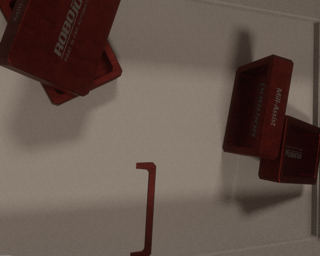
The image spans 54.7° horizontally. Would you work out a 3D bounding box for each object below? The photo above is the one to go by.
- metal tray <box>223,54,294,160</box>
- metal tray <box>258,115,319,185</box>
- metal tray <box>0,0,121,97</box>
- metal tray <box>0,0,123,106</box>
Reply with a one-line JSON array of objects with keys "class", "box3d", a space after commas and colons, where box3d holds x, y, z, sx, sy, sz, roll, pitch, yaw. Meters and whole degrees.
[{"class": "metal tray", "box3d": [0.131, -0.026, 0.424, 0.030, 0.090, 0.129, 12, 86, -16]}, {"class": "metal tray", "box3d": [0.196, 0.035, 0.457, 0.131, 0.030, 0.089, 12, 86, -43]}, {"class": "metal tray", "box3d": [-0.098, -0.108, 0.318, 0.090, 0.030, 0.129, 24, 81, -49]}, {"class": "metal tray", "box3d": [-0.114, -0.102, 0.365, 0.091, 0.030, 0.129, -29, 100, -18]}]
